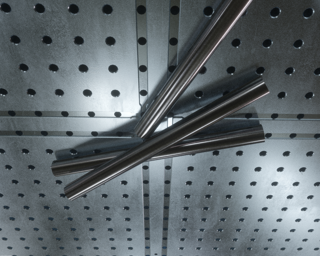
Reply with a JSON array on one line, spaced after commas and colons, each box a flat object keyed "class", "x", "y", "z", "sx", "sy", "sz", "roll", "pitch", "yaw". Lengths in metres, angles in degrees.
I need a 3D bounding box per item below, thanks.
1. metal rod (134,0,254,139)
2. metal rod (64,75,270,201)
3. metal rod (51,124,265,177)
[{"class": "metal rod", "x": 0.052, "y": -0.093, "z": 0.332, "sx": 0.025, "sy": 0.025, "sz": 0.298, "roll": 24, "pitch": 126, "yaw": -19}, {"class": "metal rod", "x": -0.002, "y": 0.020, "z": 0.406, "sx": 0.300, "sy": 0.025, "sz": 0.025, "roll": -30, "pitch": 124, "yaw": 14}, {"class": "metal rod", "x": -0.008, "y": 0.034, "z": 0.439, "sx": 0.301, "sy": 0.025, "sz": 0.025, "roll": -10, "pitch": 130, "yaw": 8}]
